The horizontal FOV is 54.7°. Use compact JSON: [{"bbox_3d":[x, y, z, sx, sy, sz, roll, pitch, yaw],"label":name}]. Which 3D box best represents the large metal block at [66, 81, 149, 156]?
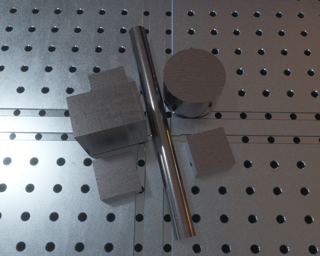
[{"bbox_3d":[-0.061,-0.009,0.383,0.081,0.080,0.050,-15,71,-6],"label":"large metal block"}]

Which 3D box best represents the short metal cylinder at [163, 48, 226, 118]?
[{"bbox_3d":[0.044,-0.060,0.420,0.081,0.050,0.080,0,70,0],"label":"short metal cylinder"}]

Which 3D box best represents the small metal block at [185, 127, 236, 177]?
[{"bbox_3d":[0.064,0.031,0.401,0.050,0.025,0.050,-14,71,-6],"label":"small metal block"}]

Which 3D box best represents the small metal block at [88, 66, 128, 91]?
[{"bbox_3d":[-0.068,-0.053,0.430,0.050,0.025,0.050,-16,71,-6],"label":"small metal block"}]

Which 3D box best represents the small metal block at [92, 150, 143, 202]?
[{"bbox_3d":[-0.053,0.061,0.389,0.050,0.025,0.050,-15,71,-6],"label":"small metal block"}]

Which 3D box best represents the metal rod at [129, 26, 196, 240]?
[{"bbox_3d":[-0.002,-0.008,0.414,0.025,0.025,0.299,-12,70,-5],"label":"metal rod"}]
